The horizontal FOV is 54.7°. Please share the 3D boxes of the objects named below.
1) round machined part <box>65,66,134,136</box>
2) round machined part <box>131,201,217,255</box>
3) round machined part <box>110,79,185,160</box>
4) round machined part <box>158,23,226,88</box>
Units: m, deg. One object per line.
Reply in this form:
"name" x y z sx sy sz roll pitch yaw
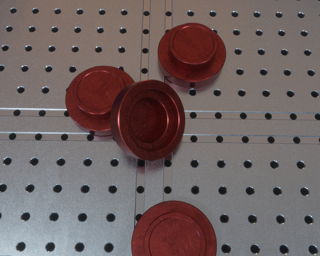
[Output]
"round machined part" -0.078 -0.042 0.417 0.099 0.042 0.098 0 70 -1
"round machined part" 0.016 0.133 0.354 0.099 0.042 0.098 0 70 -1
"round machined part" -0.019 -0.010 0.389 0.099 0.042 0.097 0 90 -36
"round machined part" 0.046 -0.110 0.444 0.099 0.042 0.098 0 70 -1
